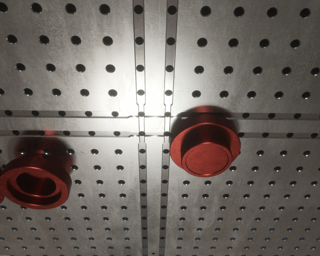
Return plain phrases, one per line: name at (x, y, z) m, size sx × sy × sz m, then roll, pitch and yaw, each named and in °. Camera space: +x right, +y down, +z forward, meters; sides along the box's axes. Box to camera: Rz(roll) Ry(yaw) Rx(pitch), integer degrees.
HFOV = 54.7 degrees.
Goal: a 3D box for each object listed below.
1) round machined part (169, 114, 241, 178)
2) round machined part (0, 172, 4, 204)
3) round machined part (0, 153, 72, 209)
round machined part at (0.062, 0.031, 0.428) m, size 0.099 × 0.042 × 0.097 m, roll 0°, pitch 130°, yaw 0°
round machined part at (-0.294, 0.097, 0.479) m, size 0.099 × 0.042 × 0.097 m, roll -1°, pitch 130°, yaw 0°
round machined part at (-0.182, 0.076, 0.462) m, size 0.099 × 0.042 × 0.097 m, roll -1°, pitch 130°, yaw 0°
